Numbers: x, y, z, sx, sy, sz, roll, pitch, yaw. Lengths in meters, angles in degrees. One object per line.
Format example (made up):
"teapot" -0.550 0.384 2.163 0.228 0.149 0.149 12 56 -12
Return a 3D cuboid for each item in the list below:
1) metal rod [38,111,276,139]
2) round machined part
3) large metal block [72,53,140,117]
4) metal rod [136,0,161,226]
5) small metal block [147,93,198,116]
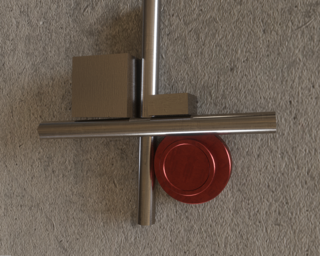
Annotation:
"metal rod" -0.015 -0.001 0.388 0.301 0.025 0.025 -2 90 15
"round machined part" 0.038 0.047 0.386 0.098 0.042 0.097 0 90 19
"large metal block" -0.070 -0.054 0.420 0.080 0.050 0.079 1 90 19
"metal rod" -0.015 -0.022 0.414 0.025 0.025 0.298 2 91 19
"small metal block" 0.017 -0.028 0.390 0.050 0.050 0.025 -1 90 19
